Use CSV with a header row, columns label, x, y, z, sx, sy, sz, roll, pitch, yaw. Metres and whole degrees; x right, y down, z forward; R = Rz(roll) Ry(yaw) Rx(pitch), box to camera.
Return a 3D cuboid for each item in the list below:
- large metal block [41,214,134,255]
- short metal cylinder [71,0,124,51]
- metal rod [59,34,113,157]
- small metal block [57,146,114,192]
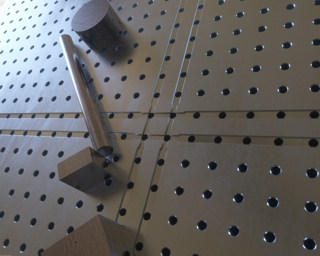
label,x,y,z,sx,sy,sz,roll,pitch,yaw
large metal block,-0.074,0.155,0.336,0.080,0.050,0.080,-35,51,5
short metal cylinder,-0.114,-0.190,0.569,0.080,0.050,0.080,-13,56,21
metal rod,-0.132,-0.071,0.520,0.025,0.025,0.300,-33,51,6
small metal block,-0.098,0.056,0.409,0.050,0.050,0.025,-29,52,9
